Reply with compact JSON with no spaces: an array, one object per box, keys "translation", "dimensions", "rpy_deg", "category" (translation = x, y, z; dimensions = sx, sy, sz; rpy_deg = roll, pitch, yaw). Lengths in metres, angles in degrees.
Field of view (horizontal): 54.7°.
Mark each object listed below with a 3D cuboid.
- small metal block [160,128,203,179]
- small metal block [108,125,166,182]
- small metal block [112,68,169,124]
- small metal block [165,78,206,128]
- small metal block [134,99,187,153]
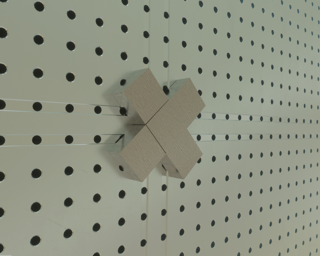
[{"translation":[0.027,0.035,0.434],"dimensions":[0.050,0.025,0.050],"rpy_deg":[-49,119,-29],"category":"small metal block"},{"translation":[-0.027,0.031,0.388],"dimensions":[0.050,0.025,0.050],"rpy_deg":[-49,119,-29],"category":"small metal block"},{"translation":[-0.024,-0.040,0.391],"dimensions":[0.050,0.025,0.050],"rpy_deg":[-49,119,-29],"category":"small metal block"},{"translation":[0.031,-0.035,0.437],"dimensions":[0.050,0.025,0.050],"rpy_deg":[-49,119,-29],"category":"small metal block"},{"translation":[0.002,-0.002,0.412],"dimensions":[0.050,0.025,0.050],"rpy_deg":[-49,119,-29],"category":"small metal block"}]
